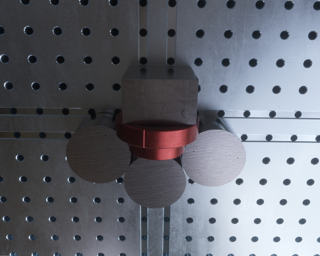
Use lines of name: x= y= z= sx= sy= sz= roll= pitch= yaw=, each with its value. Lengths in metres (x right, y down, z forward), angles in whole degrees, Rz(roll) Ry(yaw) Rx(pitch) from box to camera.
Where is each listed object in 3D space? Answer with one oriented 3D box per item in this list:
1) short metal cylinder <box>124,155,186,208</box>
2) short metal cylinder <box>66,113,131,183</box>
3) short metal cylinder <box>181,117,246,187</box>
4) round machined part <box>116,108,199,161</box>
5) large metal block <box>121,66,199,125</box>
short metal cylinder: x=-0.006 y=0.062 z=0.423 sx=0.081 sy=0.050 sz=0.079 roll=0 pitch=110 yaw=0
short metal cylinder: x=-0.077 y=0.026 z=0.409 sx=0.081 sy=0.050 sz=0.079 roll=0 pitch=110 yaw=0
short metal cylinder: x=0.068 y=0.030 z=0.412 sx=0.081 sy=0.050 sz=0.079 roll=0 pitch=110 yaw=0
round machined part: x=-0.003 y=0.006 z=0.375 sx=0.099 sy=0.098 sz=0.042 roll=2 pitch=110 yaw=-1
large metal block: x=0.000 y=-0.041 z=0.368 sx=0.081 sy=0.080 sz=0.050 roll=1 pitch=110 yaw=-1
